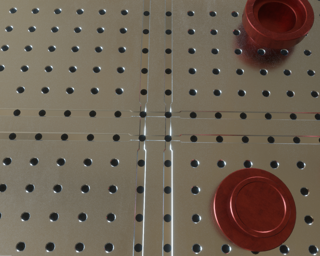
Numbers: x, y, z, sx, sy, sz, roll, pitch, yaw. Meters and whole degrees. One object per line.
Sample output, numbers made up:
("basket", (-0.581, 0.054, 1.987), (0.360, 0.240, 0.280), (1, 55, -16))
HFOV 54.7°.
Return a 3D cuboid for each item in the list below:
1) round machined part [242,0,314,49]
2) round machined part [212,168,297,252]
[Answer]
("round machined part", (0.172, -0.159, 0.463), (0.099, 0.042, 0.098), (0, 70, -1))
("round machined part", (0.114, 0.095, 0.369), (0.099, 0.042, 0.098), (0, 70, -1))
